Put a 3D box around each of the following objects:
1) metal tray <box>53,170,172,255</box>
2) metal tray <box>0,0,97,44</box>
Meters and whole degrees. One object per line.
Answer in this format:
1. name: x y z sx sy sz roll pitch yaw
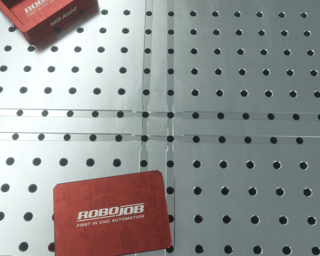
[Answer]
1. metal tray: -0.056 0.105 0.370 0.131 0.030 0.090 -7 70 -3
2. metal tray: -0.176 -0.200 0.481 0.130 0.030 0.090 -40 75 -14
